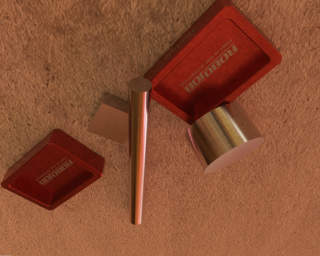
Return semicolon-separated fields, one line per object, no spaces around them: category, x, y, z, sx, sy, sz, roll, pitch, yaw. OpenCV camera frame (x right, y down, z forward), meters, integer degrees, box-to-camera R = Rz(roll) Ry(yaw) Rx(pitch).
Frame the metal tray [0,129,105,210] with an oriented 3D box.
metal tray;-0.157;0.066;0.458;0.130;0.030;0.090;-35;122;26

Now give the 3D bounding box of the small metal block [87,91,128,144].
small metal block;-0.059;-0.012;0.396;0.050;0.025;0.050;23;126;-19

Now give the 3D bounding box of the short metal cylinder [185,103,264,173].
short metal cylinder;0.078;0.013;0.379;0.080;0.050;0.080;-24;157;-10

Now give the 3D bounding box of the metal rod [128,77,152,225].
metal rod;-0.031;0.056;0.433;0.025;0.025;0.298;3;137;-3

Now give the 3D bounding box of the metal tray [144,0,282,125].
metal tray;0.055;-0.066;0.348;0.090;0.030;0.130;33;122;-26
